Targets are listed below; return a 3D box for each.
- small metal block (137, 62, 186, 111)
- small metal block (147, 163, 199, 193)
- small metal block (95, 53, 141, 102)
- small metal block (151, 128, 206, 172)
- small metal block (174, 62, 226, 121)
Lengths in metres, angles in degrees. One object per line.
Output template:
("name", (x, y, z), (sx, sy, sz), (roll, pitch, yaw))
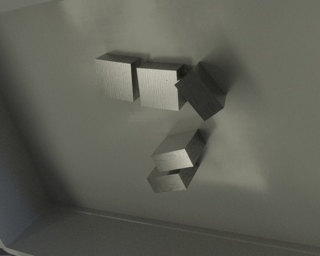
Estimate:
("small metal block", (0.003, -0.051, 0.374), (0.050, 0.025, 0.050), (9, 122, 23))
("small metal block", (0.018, 0.060, 0.419), (0.050, 0.050, 0.025), (-15, 111, 34))
("small metal block", (-0.052, -0.065, 0.394), (0.050, 0.025, 0.050), (12, 124, 21))
("small metal block", (0.024, 0.028, 0.396), (0.050, 0.050, 0.025), (-15, 111, 34))
("small metal block", (0.046, -0.041, 0.339), (0.025, 0.050, 0.050), (-37, 98, 24))
